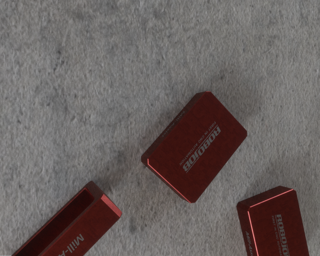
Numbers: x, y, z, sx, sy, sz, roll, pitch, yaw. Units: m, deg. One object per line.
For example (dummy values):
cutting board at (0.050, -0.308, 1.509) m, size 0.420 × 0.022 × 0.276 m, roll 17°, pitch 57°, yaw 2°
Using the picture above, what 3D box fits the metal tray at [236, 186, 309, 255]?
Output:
metal tray at (0.175, 0.165, 0.473) m, size 0.091 × 0.030 × 0.129 m, roll -16°, pitch 96°, yaw -20°

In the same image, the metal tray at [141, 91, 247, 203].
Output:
metal tray at (0.049, 0.025, 0.426) m, size 0.090 × 0.030 × 0.130 m, roll 45°, pitch 76°, yaw -15°

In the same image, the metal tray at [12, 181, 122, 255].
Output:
metal tray at (-0.107, 0.120, 0.335) m, size 0.130 × 0.090 × 0.030 m, roll -44°, pitch 104°, yaw -15°
